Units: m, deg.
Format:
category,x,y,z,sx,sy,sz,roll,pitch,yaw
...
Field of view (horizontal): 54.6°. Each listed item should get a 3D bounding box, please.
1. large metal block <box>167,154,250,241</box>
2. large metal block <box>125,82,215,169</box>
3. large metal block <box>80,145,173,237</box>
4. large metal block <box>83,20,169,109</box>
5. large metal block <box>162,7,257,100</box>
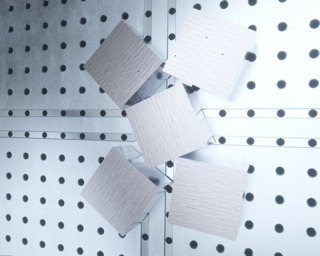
category,x,y,z,sx,sy,sz,roll,pitch,yaw
large metal block,0.060,0.080,0.378,0.080,0.050,0.080,10,93,19
large metal block,0.014,-0.002,0.394,0.080,0.050,0.080,-24,82,18
large metal block,-0.045,0.080,0.414,0.080,0.050,0.080,40,102,16
large metal block,-0.040,-0.080,0.414,0.080,0.050,0.080,-46,75,15
large metal block,0.061,-0.087,0.377,0.080,0.050,0.080,27,99,15
